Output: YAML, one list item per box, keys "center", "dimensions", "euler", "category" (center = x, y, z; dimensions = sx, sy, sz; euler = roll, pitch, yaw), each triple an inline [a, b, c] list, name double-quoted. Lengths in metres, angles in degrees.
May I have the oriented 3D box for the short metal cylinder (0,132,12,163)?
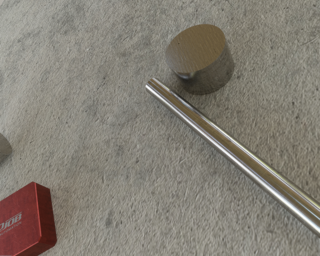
- center: [-0.292, 0.030, 0.503]
  dimensions: [0.050, 0.080, 0.080]
  euler: [-44, 51, -2]
  category: "short metal cylinder"

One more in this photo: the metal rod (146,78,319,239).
- center: [0.075, 0.019, 0.352]
  dimensions: [0.025, 0.025, 0.300]
  euler: [-45, 51, -3]
  category: "metal rod"

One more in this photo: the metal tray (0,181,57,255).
- center: [-0.207, 0.144, 0.422]
  dimensions: [0.130, 0.030, 0.090]
  euler: [-31, 52, 8]
  category: "metal tray"

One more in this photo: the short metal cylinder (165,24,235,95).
- center: [0.054, -0.091, 0.415]
  dimensions: [0.080, 0.050, 0.080]
  euler: [-13, 56, 21]
  category: "short metal cylinder"
